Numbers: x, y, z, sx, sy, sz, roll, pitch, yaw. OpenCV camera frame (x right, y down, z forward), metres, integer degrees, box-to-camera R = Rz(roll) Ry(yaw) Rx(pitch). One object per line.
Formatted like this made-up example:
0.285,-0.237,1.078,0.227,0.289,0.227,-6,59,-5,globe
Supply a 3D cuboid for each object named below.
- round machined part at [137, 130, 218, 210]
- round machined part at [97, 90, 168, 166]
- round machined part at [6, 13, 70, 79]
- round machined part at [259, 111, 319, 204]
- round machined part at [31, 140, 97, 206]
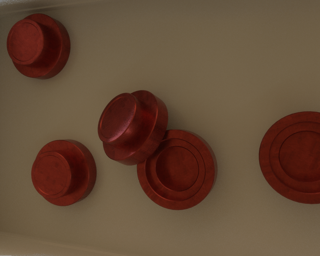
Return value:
0.024,0.050,0.393,0.098,0.042,0.097,0,90,20,round machined part
-0.041,-0.005,0.391,0.098,0.042,0.098,-24,51,34,round machined part
-0.190,-0.125,0.468,0.098,0.042,0.097,0,90,20,round machined part
0.162,0.031,0.344,0.098,0.042,0.097,0,90,20,round machined part
-0.147,0.066,0.453,0.098,0.042,0.097,0,90,20,round machined part
